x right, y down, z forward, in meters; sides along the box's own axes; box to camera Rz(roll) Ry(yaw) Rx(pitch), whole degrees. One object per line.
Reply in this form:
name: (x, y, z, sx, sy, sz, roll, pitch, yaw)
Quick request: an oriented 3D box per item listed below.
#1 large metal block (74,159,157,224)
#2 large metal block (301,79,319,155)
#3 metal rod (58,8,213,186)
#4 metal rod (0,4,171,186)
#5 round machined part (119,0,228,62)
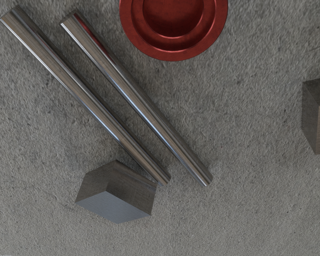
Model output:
large metal block: (-0.065, 0.098, 0.460, 0.080, 0.050, 0.080, 37, 136, -28)
large metal block: (0.224, -0.019, 0.378, 0.080, 0.050, 0.080, -12, 129, 9)
metal rod: (-0.011, -0.016, 0.392, 0.025, 0.025, 0.300, -26, 126, 20)
metal rod: (-0.072, -0.018, 0.390, 0.025, 0.025, 0.300, -25, 126, 19)
round machined part: (0.012, -0.117, 0.297, 0.099, 0.042, 0.097, -1, 130, 0)
